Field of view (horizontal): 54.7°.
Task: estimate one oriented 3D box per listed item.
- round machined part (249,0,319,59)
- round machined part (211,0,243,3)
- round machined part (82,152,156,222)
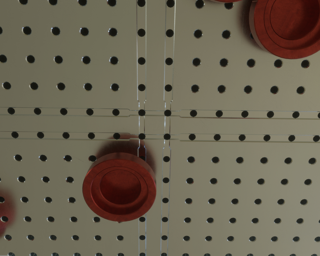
[{"bbox_3d":[0.152,-0.132,0.358,0.099,0.042,0.097,0,110,-1],"label":"round machined part"},{"bbox_3d":[0.073,-0.188,0.336,0.099,0.042,0.097,0,110,-1],"label":"round machined part"},{"bbox_3d":[-0.054,0.078,0.432,0.099,0.042,0.097,0,110,-1],"label":"round machined part"}]
